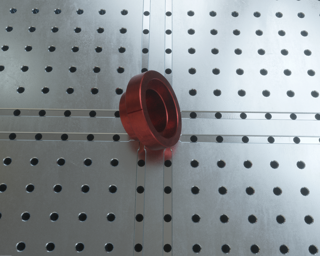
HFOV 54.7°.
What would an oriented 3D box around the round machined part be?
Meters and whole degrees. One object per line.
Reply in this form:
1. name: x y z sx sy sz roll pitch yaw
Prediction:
1. round machined part: -0.014 -0.020 0.389 0.042 0.098 0.098 -14 67 28
